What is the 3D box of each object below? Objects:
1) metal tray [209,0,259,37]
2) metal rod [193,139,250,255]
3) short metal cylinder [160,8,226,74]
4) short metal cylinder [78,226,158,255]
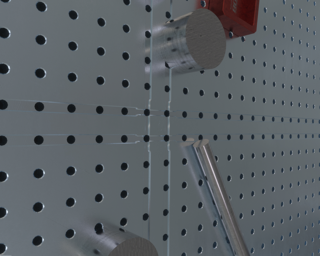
[{"bbox_3d":[0.127,-0.229,0.510,0.091,0.030,0.129,12,82,-39],"label":"metal tray"},{"bbox_3d":[0.115,0.154,0.505,0.025,0.025,0.299,-35,112,-34],"label":"metal rod"},{"bbox_3d":[0.047,-0.119,0.432,0.081,0.050,0.080,0,90,-40],"label":"short metal cylinder"},{"bbox_3d":[-0.048,0.159,0.353,0.081,0.050,0.080,0,90,-40],"label":"short metal cylinder"}]
